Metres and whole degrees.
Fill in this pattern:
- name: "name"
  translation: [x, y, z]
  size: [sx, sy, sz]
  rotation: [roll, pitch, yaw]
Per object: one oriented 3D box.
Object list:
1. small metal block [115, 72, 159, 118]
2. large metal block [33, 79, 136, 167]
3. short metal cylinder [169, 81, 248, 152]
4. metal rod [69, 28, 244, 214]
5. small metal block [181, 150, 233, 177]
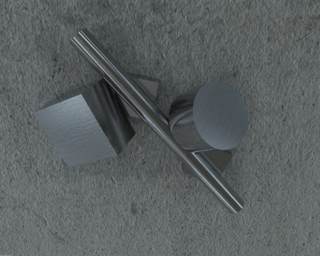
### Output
- name: "small metal block"
  translation: [-0.031, -0.042, 0.396]
  size: [0.050, 0.025, 0.050]
  rotation: [11, 110, -5]
- name: "large metal block"
  translation: [-0.090, -0.005, 0.377]
  size: [0.080, 0.050, 0.080]
  rotation: [-15, 112, 30]
- name: "short metal cylinder"
  translation: [0.058, -0.011, 0.373]
  size: [0.081, 0.050, 0.080]
  rotation: [5, 80, -29]
- name: "metal rod"
  translation: [0.007, 0.002, 0.385]
  size: [0.025, 0.025, 0.300]
  rotation: [-39, 106, 13]
- name: "small metal block"
  translation: [0.064, 0.044, 0.429]
  size: [0.050, 0.025, 0.050]
  rotation: [23, 108, -9]
